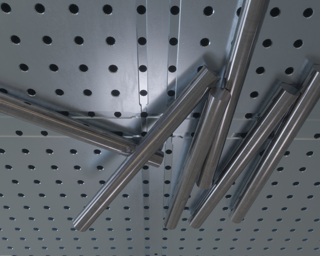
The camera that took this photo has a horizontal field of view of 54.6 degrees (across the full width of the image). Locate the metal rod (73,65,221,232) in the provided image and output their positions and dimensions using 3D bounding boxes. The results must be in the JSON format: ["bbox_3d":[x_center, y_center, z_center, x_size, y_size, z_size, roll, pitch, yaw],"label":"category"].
[{"bbox_3d":[-0.029,0.041,0.413,0.025,0.025,0.299,31,114,-23],"label":"metal rod"}]

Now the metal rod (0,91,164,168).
[{"bbox_3d":[-0.133,-0.007,0.404,0.302,0.025,0.025,22,127,-18],"label":"metal rod"}]

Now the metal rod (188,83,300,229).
[{"bbox_3d":[0.110,0.061,0.464,0.025,0.025,0.298,14,129,-12],"label":"metal rod"}]

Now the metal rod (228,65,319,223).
[{"bbox_3d":[0.160,0.045,0.450,0.025,0.025,0.298,8,130,-7],"label":"metal rod"}]

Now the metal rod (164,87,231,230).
[{"bbox_3d":[0.044,0.066,0.454,0.025,0.025,0.298,7,134,-6],"label":"metal rod"}]

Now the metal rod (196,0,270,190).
[{"bbox_3d":[0.083,-0.027,0.389,0.025,0.025,0.298,4,130,-4],"label":"metal rod"}]
